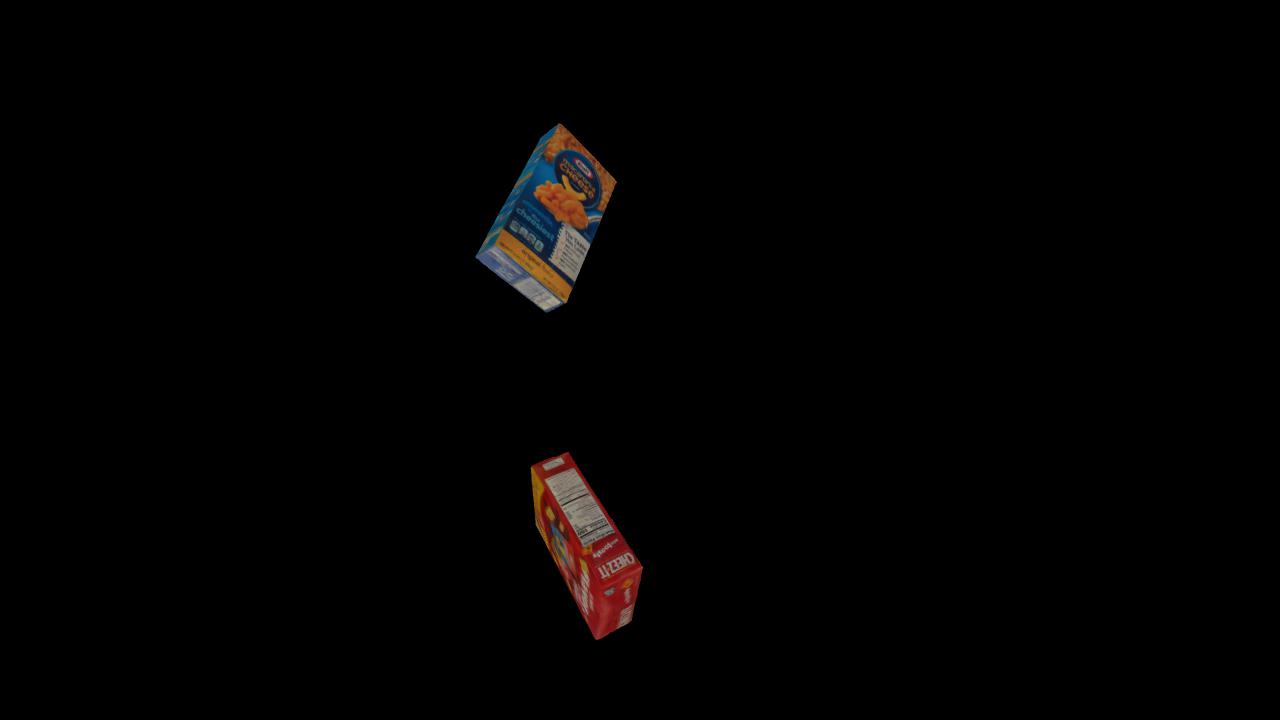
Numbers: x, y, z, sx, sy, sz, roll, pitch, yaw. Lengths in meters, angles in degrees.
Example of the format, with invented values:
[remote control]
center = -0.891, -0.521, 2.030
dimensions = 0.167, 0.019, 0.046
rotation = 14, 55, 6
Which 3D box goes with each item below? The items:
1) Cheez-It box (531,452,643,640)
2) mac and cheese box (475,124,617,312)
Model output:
[Cheez-It box]
center = -0.085, 0.272, 0.912
dimensions = 0.071, 0.166, 0.223
rotation = -20, 49, -25
[mac and cheese box]
center = -0.089, -0.148, 0.631
dimensions = 0.041, 0.184, 0.093
rotation = -19, -46, 43
